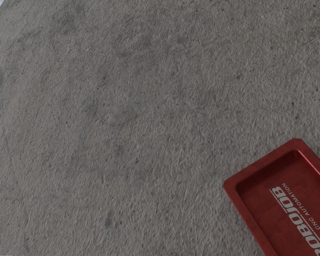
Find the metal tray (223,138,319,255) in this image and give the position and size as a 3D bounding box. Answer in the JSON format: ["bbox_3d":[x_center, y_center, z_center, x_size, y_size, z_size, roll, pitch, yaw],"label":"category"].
[{"bbox_3d":[0.129,0.083,0.281,0.090,0.030,0.130,-33,51,6],"label":"metal tray"}]
